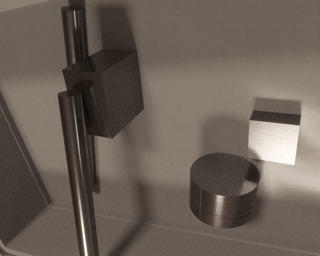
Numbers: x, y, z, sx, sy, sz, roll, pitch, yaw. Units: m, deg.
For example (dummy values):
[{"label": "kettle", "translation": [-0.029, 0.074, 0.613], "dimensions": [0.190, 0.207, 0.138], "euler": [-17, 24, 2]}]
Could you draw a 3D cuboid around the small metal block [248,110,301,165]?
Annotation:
[{"label": "small metal block", "translation": [0.128, 0.010, 0.347], "dimensions": [0.050, 0.025, 0.050], "euler": [8, 122, 24]}]

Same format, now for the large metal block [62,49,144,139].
[{"label": "large metal block", "translation": [-0.064, -0.045, 0.378], "dimensions": [0.050, 0.080, 0.079], "euler": [9, 122, 23]}]

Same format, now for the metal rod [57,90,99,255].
[{"label": "metal rod", "translation": [-0.096, 0.100, 0.389], "dimensions": [0.025, 0.025, 0.298], "euler": [10, 115, 23]}]

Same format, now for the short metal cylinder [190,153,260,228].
[{"label": "short metal cylinder", "translation": [0.077, 0.074, 0.378], "dimensions": [0.080, 0.080, 0.050], "euler": [12, 123, 21]}]

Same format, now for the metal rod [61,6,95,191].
[{"label": "metal rod", "translation": [-0.116, -0.020, 0.454], "dimensions": [0.025, 0.025, 0.298], "euler": [17, 125, 18]}]
